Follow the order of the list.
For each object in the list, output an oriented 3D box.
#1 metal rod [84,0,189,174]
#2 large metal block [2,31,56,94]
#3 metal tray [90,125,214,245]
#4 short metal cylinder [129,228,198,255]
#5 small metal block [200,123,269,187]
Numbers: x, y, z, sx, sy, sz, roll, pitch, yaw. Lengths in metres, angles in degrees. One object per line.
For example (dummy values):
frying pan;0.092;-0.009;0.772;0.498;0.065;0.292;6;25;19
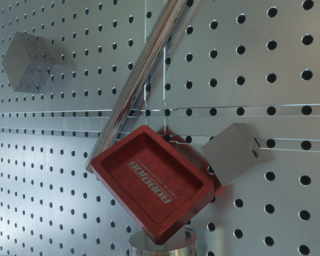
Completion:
metal rod;-0.040;-0.054;0.439;0.025;0.025;0.298;44;116;30
large metal block;-0.256;-0.125;0.600;0.080;0.050;0.080;-47;62;29
metal tray;-0.011;0.062;0.375;0.130;0.090;0.030;40;153;32
short metal cylinder;0.005;0.155;0.367;0.080;0.081;0.050;-3;90;39
small metal block;0.081;0.029;0.341;0.050;0.025;0.050;-42;65;32
